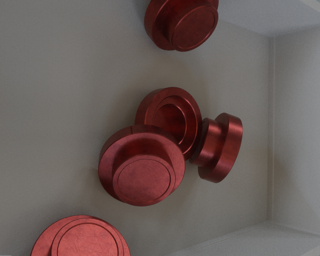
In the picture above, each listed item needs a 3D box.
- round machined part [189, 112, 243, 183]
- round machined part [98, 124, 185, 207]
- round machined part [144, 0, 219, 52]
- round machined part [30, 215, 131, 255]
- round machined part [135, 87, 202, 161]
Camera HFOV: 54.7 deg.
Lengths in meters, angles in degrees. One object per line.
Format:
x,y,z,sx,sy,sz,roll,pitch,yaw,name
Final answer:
0.072,0.024,0.432,0.042,0.098,0.098,20,76,-7,round machined part
-0.019,0.048,0.348,0.099,0.042,0.097,-4,116,-7,round machined part
0.033,-0.135,0.387,0.099,0.097,0.042,-10,57,-40,round machined part
-0.074,0.128,0.300,0.099,0.042,0.098,17,40,-15,round machined part
0.006,-0.003,0.403,0.099,0.042,0.097,0,90,-40,round machined part
